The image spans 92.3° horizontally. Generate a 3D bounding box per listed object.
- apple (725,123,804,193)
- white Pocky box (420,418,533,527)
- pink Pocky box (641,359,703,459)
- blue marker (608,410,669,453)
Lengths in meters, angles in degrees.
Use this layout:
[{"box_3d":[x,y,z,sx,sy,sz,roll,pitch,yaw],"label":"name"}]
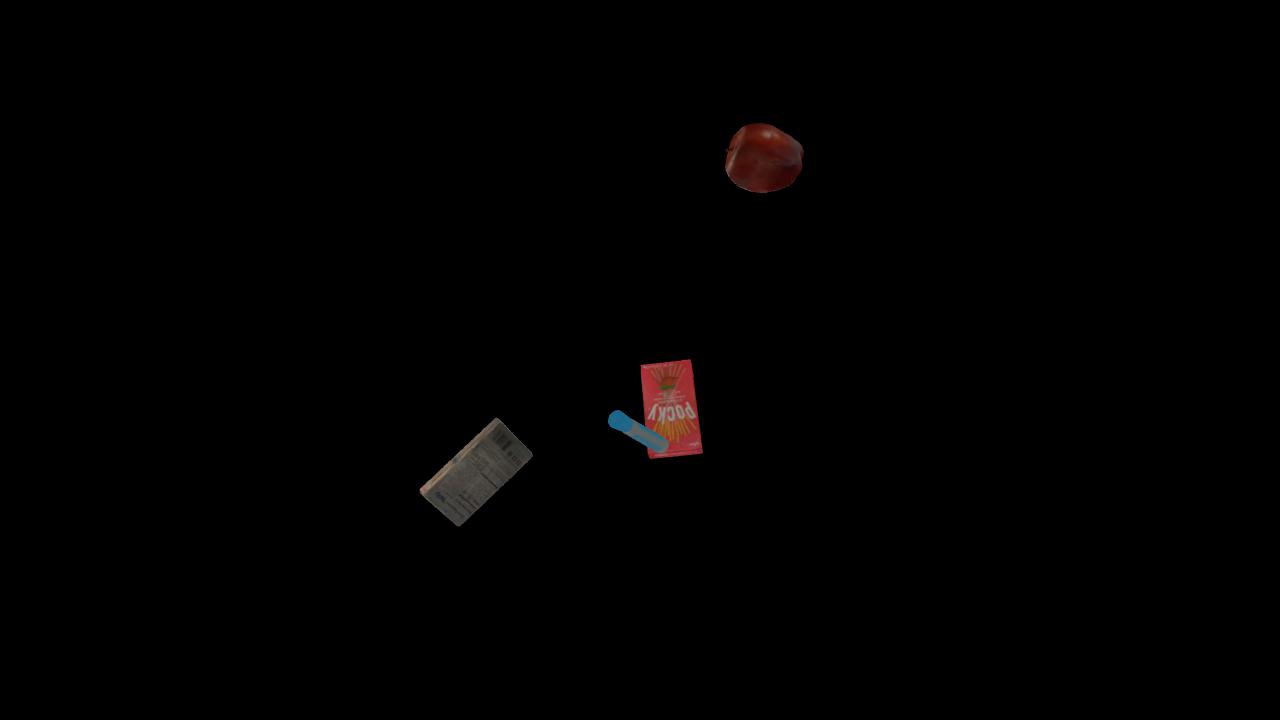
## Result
[{"box_3d":[0.146,-0.241,0.738,0.093,0.079,0.079,13,-2,-7],"label":"apple"},{"box_3d":[-0.245,0.170,0.933,0.154,0.084,0.028,-44,31,-14],"label":"white Pocky box"},{"box_3d":[0.048,0.075,0.962,0.084,0.155,0.029,-6,-29,4],"label":"pink Pocky box"},{"box_3d":[0.000,0.077,0.653,0.020,0.020,0.121,0,-20,26],"label":"blue marker"}]
